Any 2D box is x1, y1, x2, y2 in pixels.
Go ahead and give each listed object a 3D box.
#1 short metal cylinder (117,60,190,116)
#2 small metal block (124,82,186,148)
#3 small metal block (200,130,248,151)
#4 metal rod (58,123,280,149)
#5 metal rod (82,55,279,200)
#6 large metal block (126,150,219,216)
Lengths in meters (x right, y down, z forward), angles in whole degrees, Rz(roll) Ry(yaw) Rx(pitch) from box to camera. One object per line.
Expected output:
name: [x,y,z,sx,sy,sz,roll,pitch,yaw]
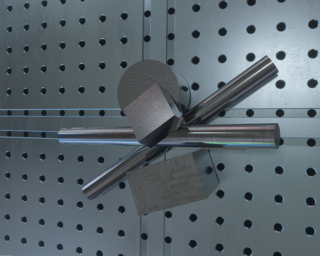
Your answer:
short metal cylinder: [-0.007,-0.043,0.398,0.080,0.050,0.079,0,89,20]
small metal block: [-0.007,-0.014,0.349,0.050,0.025,0.050,-37,56,16]
small metal block: [0.078,0.012,0.368,0.050,0.050,0.025,0,90,21]
metal rod: [-0.014,0.010,0.376,0.300,0.025,0.025,-1,90,33]
metal rod: [0.015,0.009,0.404,0.300,0.025,0.025,-36,79,16]
large metal block: [0.018,0.061,0.372,0.080,0.080,0.050,-19,84,19]
